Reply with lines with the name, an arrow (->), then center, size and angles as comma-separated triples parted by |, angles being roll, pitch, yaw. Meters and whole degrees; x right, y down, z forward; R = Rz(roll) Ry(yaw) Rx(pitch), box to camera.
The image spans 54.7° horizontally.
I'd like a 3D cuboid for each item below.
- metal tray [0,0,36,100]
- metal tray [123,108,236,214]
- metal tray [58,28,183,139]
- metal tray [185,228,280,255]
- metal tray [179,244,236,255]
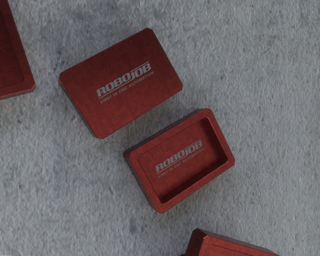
metal tray -> -0.199, -0.092, 0.332 | 0.091, 0.030, 0.129 | -18, 96, -20
metal tray -> 0.028, 0.041, 0.418 | 0.131, 0.030, 0.090 | -30, 100, -18
metal tray -> -0.047, -0.056, 0.390 | 0.131, 0.030, 0.090 | -33, 101, -17
metal tray -> 0.092, 0.195, 0.409 | 0.131, 0.030, 0.090 | 22, 82, -19
metal tray -> 0.058, 0.218, 0.429 | 0.131, 0.030, 0.089 | -14, 95, -20
